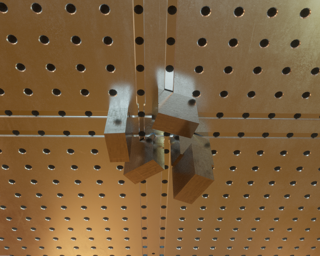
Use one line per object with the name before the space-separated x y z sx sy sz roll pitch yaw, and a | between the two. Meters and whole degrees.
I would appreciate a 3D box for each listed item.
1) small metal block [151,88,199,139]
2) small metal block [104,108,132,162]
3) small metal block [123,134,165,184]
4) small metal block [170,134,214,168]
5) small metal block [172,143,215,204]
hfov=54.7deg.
small metal block | 0.018 -0.018 0.380 0.050 0.050 0.025 14 129 -13
small metal block | -0.053 0.009 0.402 0.025 0.050 0.050 -2 130 1
small metal block | -0.022 0.043 0.432 0.050 0.050 0.025 -30 124 22
small metal block | 0.043 0.033 0.424 0.050 0.050 0.025 20 127 -17
small metal block | 0.039 0.056 0.378 0.025 0.050 0.050 21 127 -18
